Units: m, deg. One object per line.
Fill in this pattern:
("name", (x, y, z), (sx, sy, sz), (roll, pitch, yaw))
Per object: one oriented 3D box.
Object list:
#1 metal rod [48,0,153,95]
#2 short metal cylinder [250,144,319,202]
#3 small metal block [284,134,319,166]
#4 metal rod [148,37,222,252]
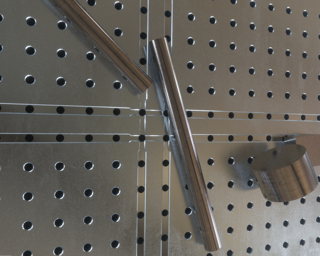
("metal rod", (-0.120, -0.156, 0.368), (0.300, 0.025, 0.025), (45, 76, -15))
("short metal cylinder", (0.180, 0.064, 0.452), (0.081, 0.080, 0.050), (-28, 100, -18))
("small metal block", (0.231, 0.037, 0.500), (0.050, 0.025, 0.050), (-5, 92, -20))
("metal rod", (0.036, 0.027, 0.427), (0.025, 0.025, 0.298), (-18, 96, -20))
